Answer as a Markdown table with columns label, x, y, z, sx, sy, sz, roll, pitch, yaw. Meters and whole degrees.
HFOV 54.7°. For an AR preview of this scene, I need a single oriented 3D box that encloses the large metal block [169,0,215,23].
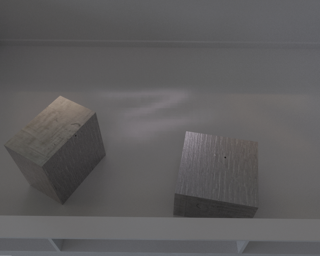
| label | x | y | z | sx | sy | sz | roll | pitch | yaw |
| --- | --- | --- | --- | --- | --- | --- | --- | --- | --- |
| large metal block | 0.061 | -0.249 | 0.601 | 0.080 | 0.050 | 0.080 | 3 | 50 | 2 |

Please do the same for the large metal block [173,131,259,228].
| label | x | y | z | sx | sy | sz | roll | pitch | yaw |
| --- | --- | --- | --- | --- | --- | --- | --- | --- | --- |
| large metal block | 0.062 | 0.055 | 0.342 | 0.080 | 0.050 | 0.080 | 9 | 51 | 7 |

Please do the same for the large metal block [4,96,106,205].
| label | x | y | z | sx | sy | sz | roll | pitch | yaw |
| --- | --- | --- | --- | --- | --- | --- | --- | --- | --- |
| large metal block | -0.111 | 0.025 | 0.347 | 0.050 | 0.080 | 0.080 | 24 | 54 | 19 |
